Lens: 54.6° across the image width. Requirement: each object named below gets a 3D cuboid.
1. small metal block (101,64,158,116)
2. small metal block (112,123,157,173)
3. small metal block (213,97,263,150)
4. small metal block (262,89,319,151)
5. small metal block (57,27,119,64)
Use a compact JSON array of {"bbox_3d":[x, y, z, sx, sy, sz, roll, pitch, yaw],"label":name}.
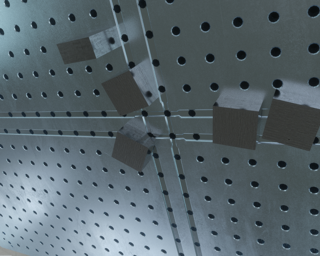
[{"bbox_3d":[-0.040,-0.048,0.403,0.050,0.025,0.050,-17,110,35],"label":"small metal block"},{"bbox_3d":[-0.038,0.029,0.450,0.050,0.025,0.050,27,128,11],"label":"small metal block"},{"bbox_3d":[0.089,-0.006,0.361,0.050,0.025,0.050,9,122,23],"label":"small metal block"},{"bbox_3d":[0.142,-0.009,0.331,0.050,0.025,0.050,16,125,19],"label":"small metal block"},{"bbox_3d":[-0.087,-0.101,0.379,0.050,0.050,0.025,-2,117,29],"label":"small metal block"}]
